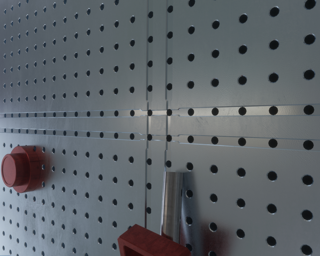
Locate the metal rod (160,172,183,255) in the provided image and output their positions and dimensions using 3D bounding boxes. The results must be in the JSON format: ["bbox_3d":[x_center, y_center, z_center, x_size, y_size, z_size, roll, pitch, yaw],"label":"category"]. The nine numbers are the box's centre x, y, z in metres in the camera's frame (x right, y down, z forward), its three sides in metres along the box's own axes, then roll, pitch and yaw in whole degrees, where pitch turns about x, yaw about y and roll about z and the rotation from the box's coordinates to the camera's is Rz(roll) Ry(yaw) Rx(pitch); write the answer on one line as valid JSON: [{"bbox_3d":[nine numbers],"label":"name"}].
[{"bbox_3d":[0.008,0.203,0.371,0.025,0.025,0.299,-5,77,40],"label":"metal rod"}]

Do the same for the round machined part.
[{"bbox_3d":[-0.293,0.086,0.640,0.098,0.042,0.097,0,90,40],"label":"round machined part"}]

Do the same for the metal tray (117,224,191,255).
[{"bbox_3d":[-0.002,0.193,0.381,0.090,0.030,0.129,10,115,39],"label":"metal tray"}]
